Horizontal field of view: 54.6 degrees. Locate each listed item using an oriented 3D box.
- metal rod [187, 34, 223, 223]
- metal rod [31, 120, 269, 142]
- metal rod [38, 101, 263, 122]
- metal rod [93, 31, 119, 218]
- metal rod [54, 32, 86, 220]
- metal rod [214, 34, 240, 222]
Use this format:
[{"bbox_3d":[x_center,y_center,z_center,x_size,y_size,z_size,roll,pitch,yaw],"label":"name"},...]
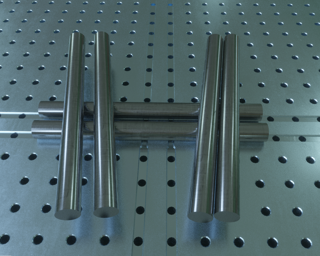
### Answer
[{"bbox_3d":[0.064,-0.026,0.398,0.025,0.025,0.300,7,50,6],"label":"metal rod"},{"bbox_3d":[-0.013,0.004,0.406,0.302,0.025,0.025,1,50,0],"label":"metal rod"},{"bbox_3d":[-0.013,-0.023,0.428,0.302,0.025,0.025,1,50,0],"label":"metal rod"},{"bbox_3d":[-0.073,-0.030,0.401,0.025,0.025,0.300,-6,50,-5],"label":"metal rod"},{"bbox_3d":[-0.111,-0.028,0.399,0.025,0.025,0.300,-6,50,-5],"label":"metal rod"},{"bbox_3d":[0.090,-0.026,0.399,0.025,0.025,0.300,7,50,6],"label":"metal rod"}]
